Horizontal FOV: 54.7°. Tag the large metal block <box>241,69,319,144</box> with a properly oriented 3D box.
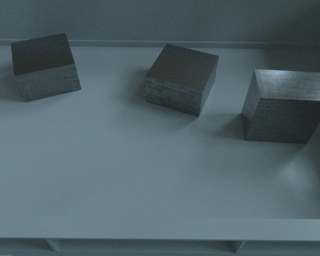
[{"bbox_3d":[0.154,-0.025,0.393,0.080,0.080,0.050,3,50,2],"label":"large metal block"}]

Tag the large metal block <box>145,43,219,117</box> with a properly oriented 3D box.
[{"bbox_3d":[0.033,-0.071,0.449,0.080,0.050,0.080,17,52,13],"label":"large metal block"}]

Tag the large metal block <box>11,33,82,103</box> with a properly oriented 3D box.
[{"bbox_3d":[-0.170,-0.092,0.464,0.081,0.050,0.080,-16,52,-13],"label":"large metal block"}]
